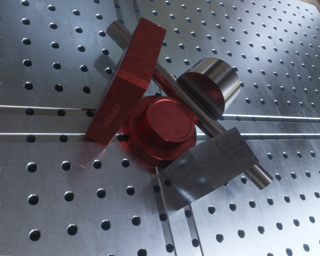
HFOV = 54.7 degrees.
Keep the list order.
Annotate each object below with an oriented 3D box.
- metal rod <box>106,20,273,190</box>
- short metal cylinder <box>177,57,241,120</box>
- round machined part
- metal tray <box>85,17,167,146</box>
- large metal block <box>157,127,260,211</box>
[{"bbox_3d":[0.038,-0.033,0.423,0.300,0.025,0.025,46,51,4],"label":"metal rod"},{"bbox_3d":[0.067,-0.054,0.442,0.080,0.080,0.050,45,51,2],"label":"short metal cylinder"},{"bbox_3d":[0.006,-0.002,0.403,0.099,0.042,0.098,14,56,-21],"label":"round machined part"},{"bbox_3d":[-0.041,-0.047,0.349,0.030,0.129,0.090,25,53,-14],"label":"metal tray"},{"bbox_3d":[0.057,0.049,0.375,0.081,0.080,0.050,-21,73,-36],"label":"large metal block"}]
